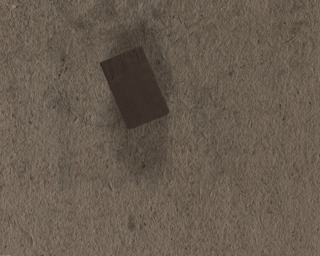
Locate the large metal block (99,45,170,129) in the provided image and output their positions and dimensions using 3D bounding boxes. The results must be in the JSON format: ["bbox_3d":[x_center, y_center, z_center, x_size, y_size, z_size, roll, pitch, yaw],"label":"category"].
[{"bbox_3d":[-0.028,-0.045,0.382,0.050,0.080,0.080,-23,90,0],"label":"large metal block"}]
